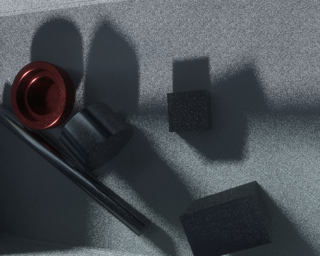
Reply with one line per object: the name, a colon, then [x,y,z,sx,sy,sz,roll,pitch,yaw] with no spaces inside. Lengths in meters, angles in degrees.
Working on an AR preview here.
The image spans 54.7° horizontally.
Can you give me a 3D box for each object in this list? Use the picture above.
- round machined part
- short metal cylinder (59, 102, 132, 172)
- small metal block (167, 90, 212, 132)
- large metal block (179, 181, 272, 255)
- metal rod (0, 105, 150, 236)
round machined part: [-0.167,-0.047,0.459,0.098,0.042,0.097,0,90,19]
short metal cylinder: [-0.083,0.012,0.410,0.050,0.080,0.080,45,104,14]
small metal block: [0.038,-0.021,0.397,0.050,0.025,0.050,-3,89,19]
large metal block: [0.078,0.103,0.353,0.080,0.080,0.050,-23,83,18]
metal rod: [-0.140,0.054,0.458,0.300,0.025,0.025,34,101,16]
